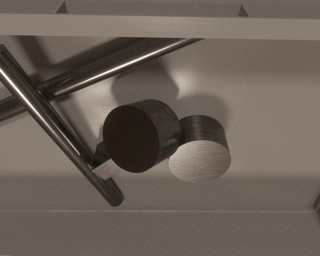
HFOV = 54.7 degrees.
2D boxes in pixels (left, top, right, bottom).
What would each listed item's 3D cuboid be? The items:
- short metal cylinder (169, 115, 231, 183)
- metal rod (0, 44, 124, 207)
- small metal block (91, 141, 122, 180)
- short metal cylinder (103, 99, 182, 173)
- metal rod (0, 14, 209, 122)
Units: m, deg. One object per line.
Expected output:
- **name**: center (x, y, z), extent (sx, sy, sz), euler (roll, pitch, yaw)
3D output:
- **short metal cylinder**: center (0.051, 0.029, 0.418), extent (0.081, 0.050, 0.079), euler (0, 130, 0)
- **metal rod**: center (-0.116, 0.023, 0.403), extent (0.025, 0.025, 0.299), euler (-14, 136, 11)
- **small metal block**: center (-0.063, 0.036, 0.422), extent (0.050, 0.050, 0.025), euler (-32, 123, 24)
- **short metal cylinder**: center (-0.021, 0.008, 0.373), extent (0.080, 0.050, 0.079), euler (9, 107, 30)
- **metal rod**: center (-0.091, -0.058, 0.357), extent (0.301, 0.025, 0.025), euler (-19, 128, 15)
